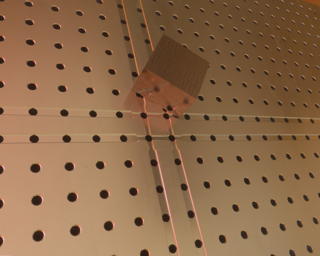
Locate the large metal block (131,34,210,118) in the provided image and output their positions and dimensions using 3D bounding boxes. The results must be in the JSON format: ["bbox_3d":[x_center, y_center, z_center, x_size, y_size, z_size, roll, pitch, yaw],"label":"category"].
[{"bbox_3d":[0.017,-0.075,0.446,0.080,0.050,0.080,30,52,-9],"label":"large metal block"}]
